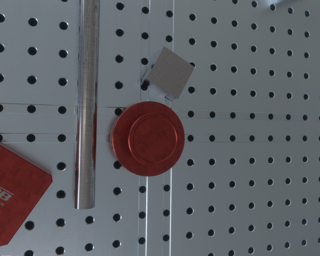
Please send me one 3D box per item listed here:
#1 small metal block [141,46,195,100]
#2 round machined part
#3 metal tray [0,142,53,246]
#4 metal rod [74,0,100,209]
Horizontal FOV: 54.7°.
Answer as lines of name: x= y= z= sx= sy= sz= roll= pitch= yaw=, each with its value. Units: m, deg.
small metal block: x=0.011 y=-0.072 z=0.417 sx=0.050 sy=0.025 sz=0.050 roll=31 pitch=80 yaw=-18
round machined part: x=-0.013 y=0.014 z=0.399 sx=0.099 sy=0.042 sz=0.097 roll=0 pitch=91 yaw=-20
metal tray: x=-0.198 y=0.056 z=0.337 sx=0.130 sy=0.030 sz=0.090 roll=36 pitch=78 yaw=-17
metal rod: x=-0.089 y=-0.053 z=0.379 sx=0.025 sy=0.025 sz=0.298 roll=2 pitch=90 yaw=-20
